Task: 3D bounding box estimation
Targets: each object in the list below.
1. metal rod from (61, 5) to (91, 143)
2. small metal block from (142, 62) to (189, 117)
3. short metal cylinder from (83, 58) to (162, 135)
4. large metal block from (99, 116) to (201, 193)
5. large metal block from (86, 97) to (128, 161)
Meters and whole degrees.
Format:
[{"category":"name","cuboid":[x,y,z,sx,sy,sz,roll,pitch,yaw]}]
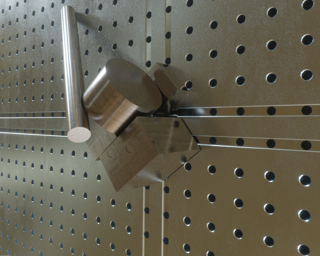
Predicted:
[{"category":"metal rod","cuboid":[-0.125,-0.097,0.442,0.025,0.025,0.300,-49,40,29]},{"category":"small metal block","cuboid":[0.002,-0.049,0.407,0.050,0.025,0.050,-49,62,28]},{"category":"short metal cylinder","cuboid":[-0.045,-0.038,0.375,0.050,0.081,0.080,-44,64,31]},{"category":"large metal block","cuboid":[-0.012,0.031,0.379,0.080,0.081,0.050,-45,64,30]},{"category":"large metal block","cuboid":[-0.059,-0.006,0.421,0.050,0.081,0.080,-45,63,30]}]
